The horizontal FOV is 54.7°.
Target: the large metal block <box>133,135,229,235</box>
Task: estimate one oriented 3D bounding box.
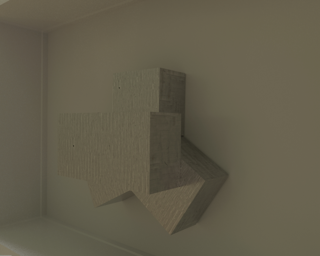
[{"bbox_3d":[0.020,0.064,0.371,0.080,0.050,0.080,42,115,32],"label":"large metal block"}]

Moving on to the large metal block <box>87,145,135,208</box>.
[{"bbox_3d":[-0.061,0.058,0.439,0.080,0.050,0.080,-32,70,35],"label":"large metal block"}]

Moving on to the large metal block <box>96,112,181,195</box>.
[{"bbox_3d":[-0.024,0.023,0.342,0.080,0.050,0.080,1,91,40],"label":"large metal block"}]

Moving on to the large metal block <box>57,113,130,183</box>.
[{"bbox_3d":[-0.085,0.022,0.394,0.080,0.050,0.080,1,91,40],"label":"large metal block"}]

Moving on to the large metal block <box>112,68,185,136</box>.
[{"bbox_3d":[-0.016,-0.031,0.402,0.080,0.050,0.079,2,91,40],"label":"large metal block"}]
